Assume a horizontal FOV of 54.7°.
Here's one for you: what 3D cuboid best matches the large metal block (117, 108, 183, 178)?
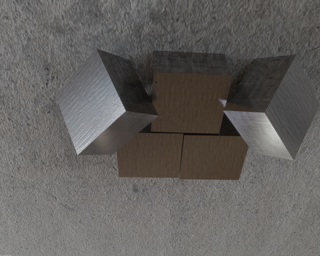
[{"bbox_3d":[-0.014,0.020,0.408,0.081,0.050,0.079,1,130,-2],"label":"large metal block"}]

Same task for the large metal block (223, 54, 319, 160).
[{"bbox_3d":[0.127,-0.023,0.347,0.050,0.080,0.080,8,147,51],"label":"large metal block"}]

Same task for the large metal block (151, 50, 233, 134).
[{"bbox_3d":[0.032,-0.041,0.358,0.081,0.050,0.079,2,130,-2],"label":"large metal block"}]

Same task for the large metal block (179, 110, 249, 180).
[{"bbox_3d":[0.067,0.023,0.411,0.081,0.050,0.079,1,130,-2],"label":"large metal block"}]

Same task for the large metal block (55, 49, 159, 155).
[{"bbox_3d":[-0.061,-0.025,0.341,0.080,0.080,0.050,-39,155,28],"label":"large metal block"}]
